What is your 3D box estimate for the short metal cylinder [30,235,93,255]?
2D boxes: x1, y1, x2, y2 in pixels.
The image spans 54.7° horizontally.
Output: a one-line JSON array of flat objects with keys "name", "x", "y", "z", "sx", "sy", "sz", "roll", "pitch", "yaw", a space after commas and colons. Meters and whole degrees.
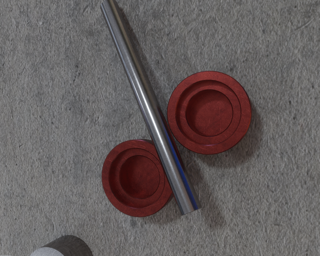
[{"name": "short metal cylinder", "x": -0.143, "y": 0.202, "z": 0.444, "sx": 0.080, "sy": 0.050, "sz": 0.079, "roll": 0, "pitch": 90, "yaw": 19}]

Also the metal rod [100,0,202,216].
[{"name": "metal rod", "x": -0.018, "y": -0.039, "z": 0.387, "sx": 0.025, "sy": 0.025, "sz": 0.299, "roll": -28, "pitch": 71, "yaw": 17}]

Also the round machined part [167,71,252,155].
[{"name": "round machined part", "x": 0.062, "y": -0.018, "z": 0.378, "sx": 0.098, "sy": 0.042, "sz": 0.097, "roll": 0, "pitch": 90, "yaw": 19}]

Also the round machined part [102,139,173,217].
[{"name": "round machined part", "x": -0.023, "y": 0.063, "z": 0.407, "sx": 0.098, "sy": 0.042, "sz": 0.097, "roll": 0, "pitch": 90, "yaw": 19}]
